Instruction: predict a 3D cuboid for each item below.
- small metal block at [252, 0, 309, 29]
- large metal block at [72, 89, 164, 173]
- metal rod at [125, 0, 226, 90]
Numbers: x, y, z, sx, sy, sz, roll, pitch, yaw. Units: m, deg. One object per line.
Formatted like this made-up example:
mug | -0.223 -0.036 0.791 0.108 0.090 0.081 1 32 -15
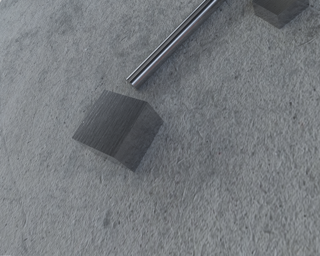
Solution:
small metal block | 0.164 -0.169 0.422 0.050 0.025 0.050 -38 51 2
large metal block | -0.055 0.002 0.414 0.080 0.050 0.080 19 72 35
metal rod | 0.060 -0.173 0.476 0.300 0.025 0.025 -46 51 -5
